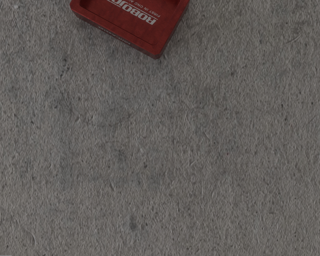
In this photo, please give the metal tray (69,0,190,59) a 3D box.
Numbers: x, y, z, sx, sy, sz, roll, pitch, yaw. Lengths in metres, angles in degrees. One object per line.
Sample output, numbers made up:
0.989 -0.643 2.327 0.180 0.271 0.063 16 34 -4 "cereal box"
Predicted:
-0.038 -0.161 0.406 0.130 0.030 0.090 29 90 0 "metal tray"
